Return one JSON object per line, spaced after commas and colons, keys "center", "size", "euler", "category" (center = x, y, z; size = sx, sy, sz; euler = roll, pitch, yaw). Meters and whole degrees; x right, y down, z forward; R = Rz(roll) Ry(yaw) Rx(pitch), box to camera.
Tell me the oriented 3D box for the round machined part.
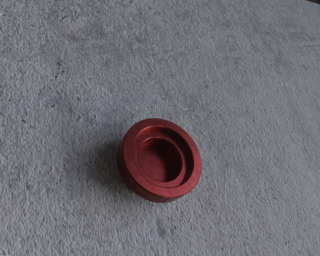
{"center": [-0.004, 0.041, 0.365], "size": [0.099, 0.042, 0.098], "euler": [13, 56, -21], "category": "round machined part"}
